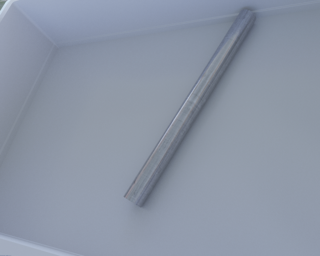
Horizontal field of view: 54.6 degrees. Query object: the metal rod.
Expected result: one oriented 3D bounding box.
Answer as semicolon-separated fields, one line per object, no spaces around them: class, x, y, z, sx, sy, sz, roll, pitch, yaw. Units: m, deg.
metal rod;0.046;-0.035;0.403;0.025;0.025;0.300;23;74;36
